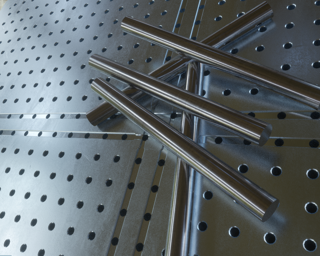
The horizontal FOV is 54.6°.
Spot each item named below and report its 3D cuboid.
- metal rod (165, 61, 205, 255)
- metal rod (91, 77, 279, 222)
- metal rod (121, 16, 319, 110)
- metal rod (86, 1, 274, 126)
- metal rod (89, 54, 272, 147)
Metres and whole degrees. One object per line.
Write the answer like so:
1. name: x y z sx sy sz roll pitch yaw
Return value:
1. metal rod: 0.030 0.046 0.364 0.025 0.025 0.300 -6 59 25
2. metal rod: 0.004 0.005 0.370 0.025 0.025 0.300 -49 51 -6
3. metal rod: 0.063 -0.096 0.408 0.300 0.025 0.025 30 78 29
4. metal rod: 0.023 -0.089 0.451 0.300 0.025 0.025 -31 52 8
5. metal rod: 0.002 -0.049 0.404 0.300 0.025 0.025 28 77 37
